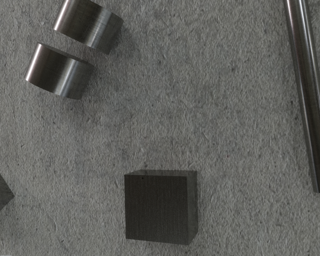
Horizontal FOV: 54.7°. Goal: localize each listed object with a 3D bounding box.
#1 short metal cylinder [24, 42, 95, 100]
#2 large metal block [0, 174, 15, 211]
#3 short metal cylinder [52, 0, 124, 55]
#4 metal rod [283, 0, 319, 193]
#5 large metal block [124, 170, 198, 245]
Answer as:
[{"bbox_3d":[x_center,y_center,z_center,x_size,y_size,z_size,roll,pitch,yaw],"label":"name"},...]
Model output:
[{"bbox_3d":[-0.138,-0.078,0.428,0.080,0.080,0.050,27,99,18],"label":"short metal cylinder"},{"bbox_3d":[-0.295,0.119,0.484,0.080,0.080,0.050,-43,77,15],"label":"large metal block"},{"bbox_3d":[-0.095,-0.138,0.413,0.080,0.080,0.050,29,100,17],"label":"short metal cylinder"},{"bbox_3d":[0.164,-0.078,0.351,0.025,0.025,0.298,-9,87,20],"label":"metal rod"},{"bbox_3d":[0.003,0.097,0.395,0.080,0.050,0.080,-2,90,20],"label":"large metal block"}]
